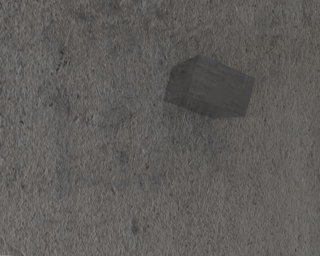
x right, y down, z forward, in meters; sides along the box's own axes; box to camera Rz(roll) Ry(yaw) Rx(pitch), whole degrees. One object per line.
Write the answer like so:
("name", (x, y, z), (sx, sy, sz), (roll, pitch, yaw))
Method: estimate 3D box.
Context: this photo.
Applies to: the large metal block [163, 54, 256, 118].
("large metal block", (0.061, -0.049, 0.402), (0.080, 0.080, 0.050), (18, 84, -19))
